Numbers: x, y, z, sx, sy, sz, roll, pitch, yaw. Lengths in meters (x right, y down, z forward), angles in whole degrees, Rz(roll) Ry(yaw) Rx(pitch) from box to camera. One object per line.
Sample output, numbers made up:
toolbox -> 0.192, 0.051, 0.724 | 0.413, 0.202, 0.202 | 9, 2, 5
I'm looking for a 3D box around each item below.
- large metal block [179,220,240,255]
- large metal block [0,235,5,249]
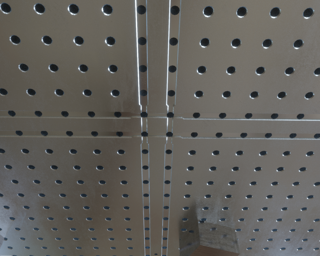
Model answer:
large metal block -> 0.091, 0.225, 0.587 | 0.080, 0.050, 0.080 | 18, 128, -15
large metal block -> -0.357, 0.214, 0.574 | 0.080, 0.050, 0.080 | -15, 129, 12
